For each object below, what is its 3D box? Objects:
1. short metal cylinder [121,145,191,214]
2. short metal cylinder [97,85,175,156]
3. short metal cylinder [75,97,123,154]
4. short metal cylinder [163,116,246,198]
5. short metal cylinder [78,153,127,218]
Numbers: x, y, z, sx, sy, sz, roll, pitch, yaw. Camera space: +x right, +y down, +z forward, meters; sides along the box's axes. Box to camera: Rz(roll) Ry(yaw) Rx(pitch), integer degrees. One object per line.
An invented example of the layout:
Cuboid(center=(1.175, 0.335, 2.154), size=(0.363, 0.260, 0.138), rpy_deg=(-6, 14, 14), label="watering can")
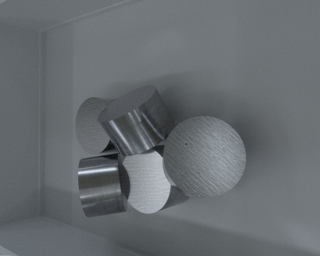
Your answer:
Cuboid(center=(-0.003, 0.062, 0.389), size=(0.080, 0.050, 0.079), rpy_deg=(0, 90, 39), label="short metal cylinder")
Cuboid(center=(-0.029, -0.010, 0.381), size=(0.080, 0.080, 0.050), rpy_deg=(-10, 119, 39), label="short metal cylinder")
Cuboid(center=(-0.077, -0.003, 0.448), size=(0.080, 0.050, 0.079), rpy_deg=(0, 90, 39), label="short metal cylinder")
Cuboid(center=(0.043, 0.032, 0.325), size=(0.081, 0.050, 0.080), rpy_deg=(0, 76, -1), label="short metal cylinder")
Cuboid(center=(-0.076, 0.077, 0.420), size=(0.050, 0.080, 0.080), rpy_deg=(-8, 83, -3), label="short metal cylinder")
